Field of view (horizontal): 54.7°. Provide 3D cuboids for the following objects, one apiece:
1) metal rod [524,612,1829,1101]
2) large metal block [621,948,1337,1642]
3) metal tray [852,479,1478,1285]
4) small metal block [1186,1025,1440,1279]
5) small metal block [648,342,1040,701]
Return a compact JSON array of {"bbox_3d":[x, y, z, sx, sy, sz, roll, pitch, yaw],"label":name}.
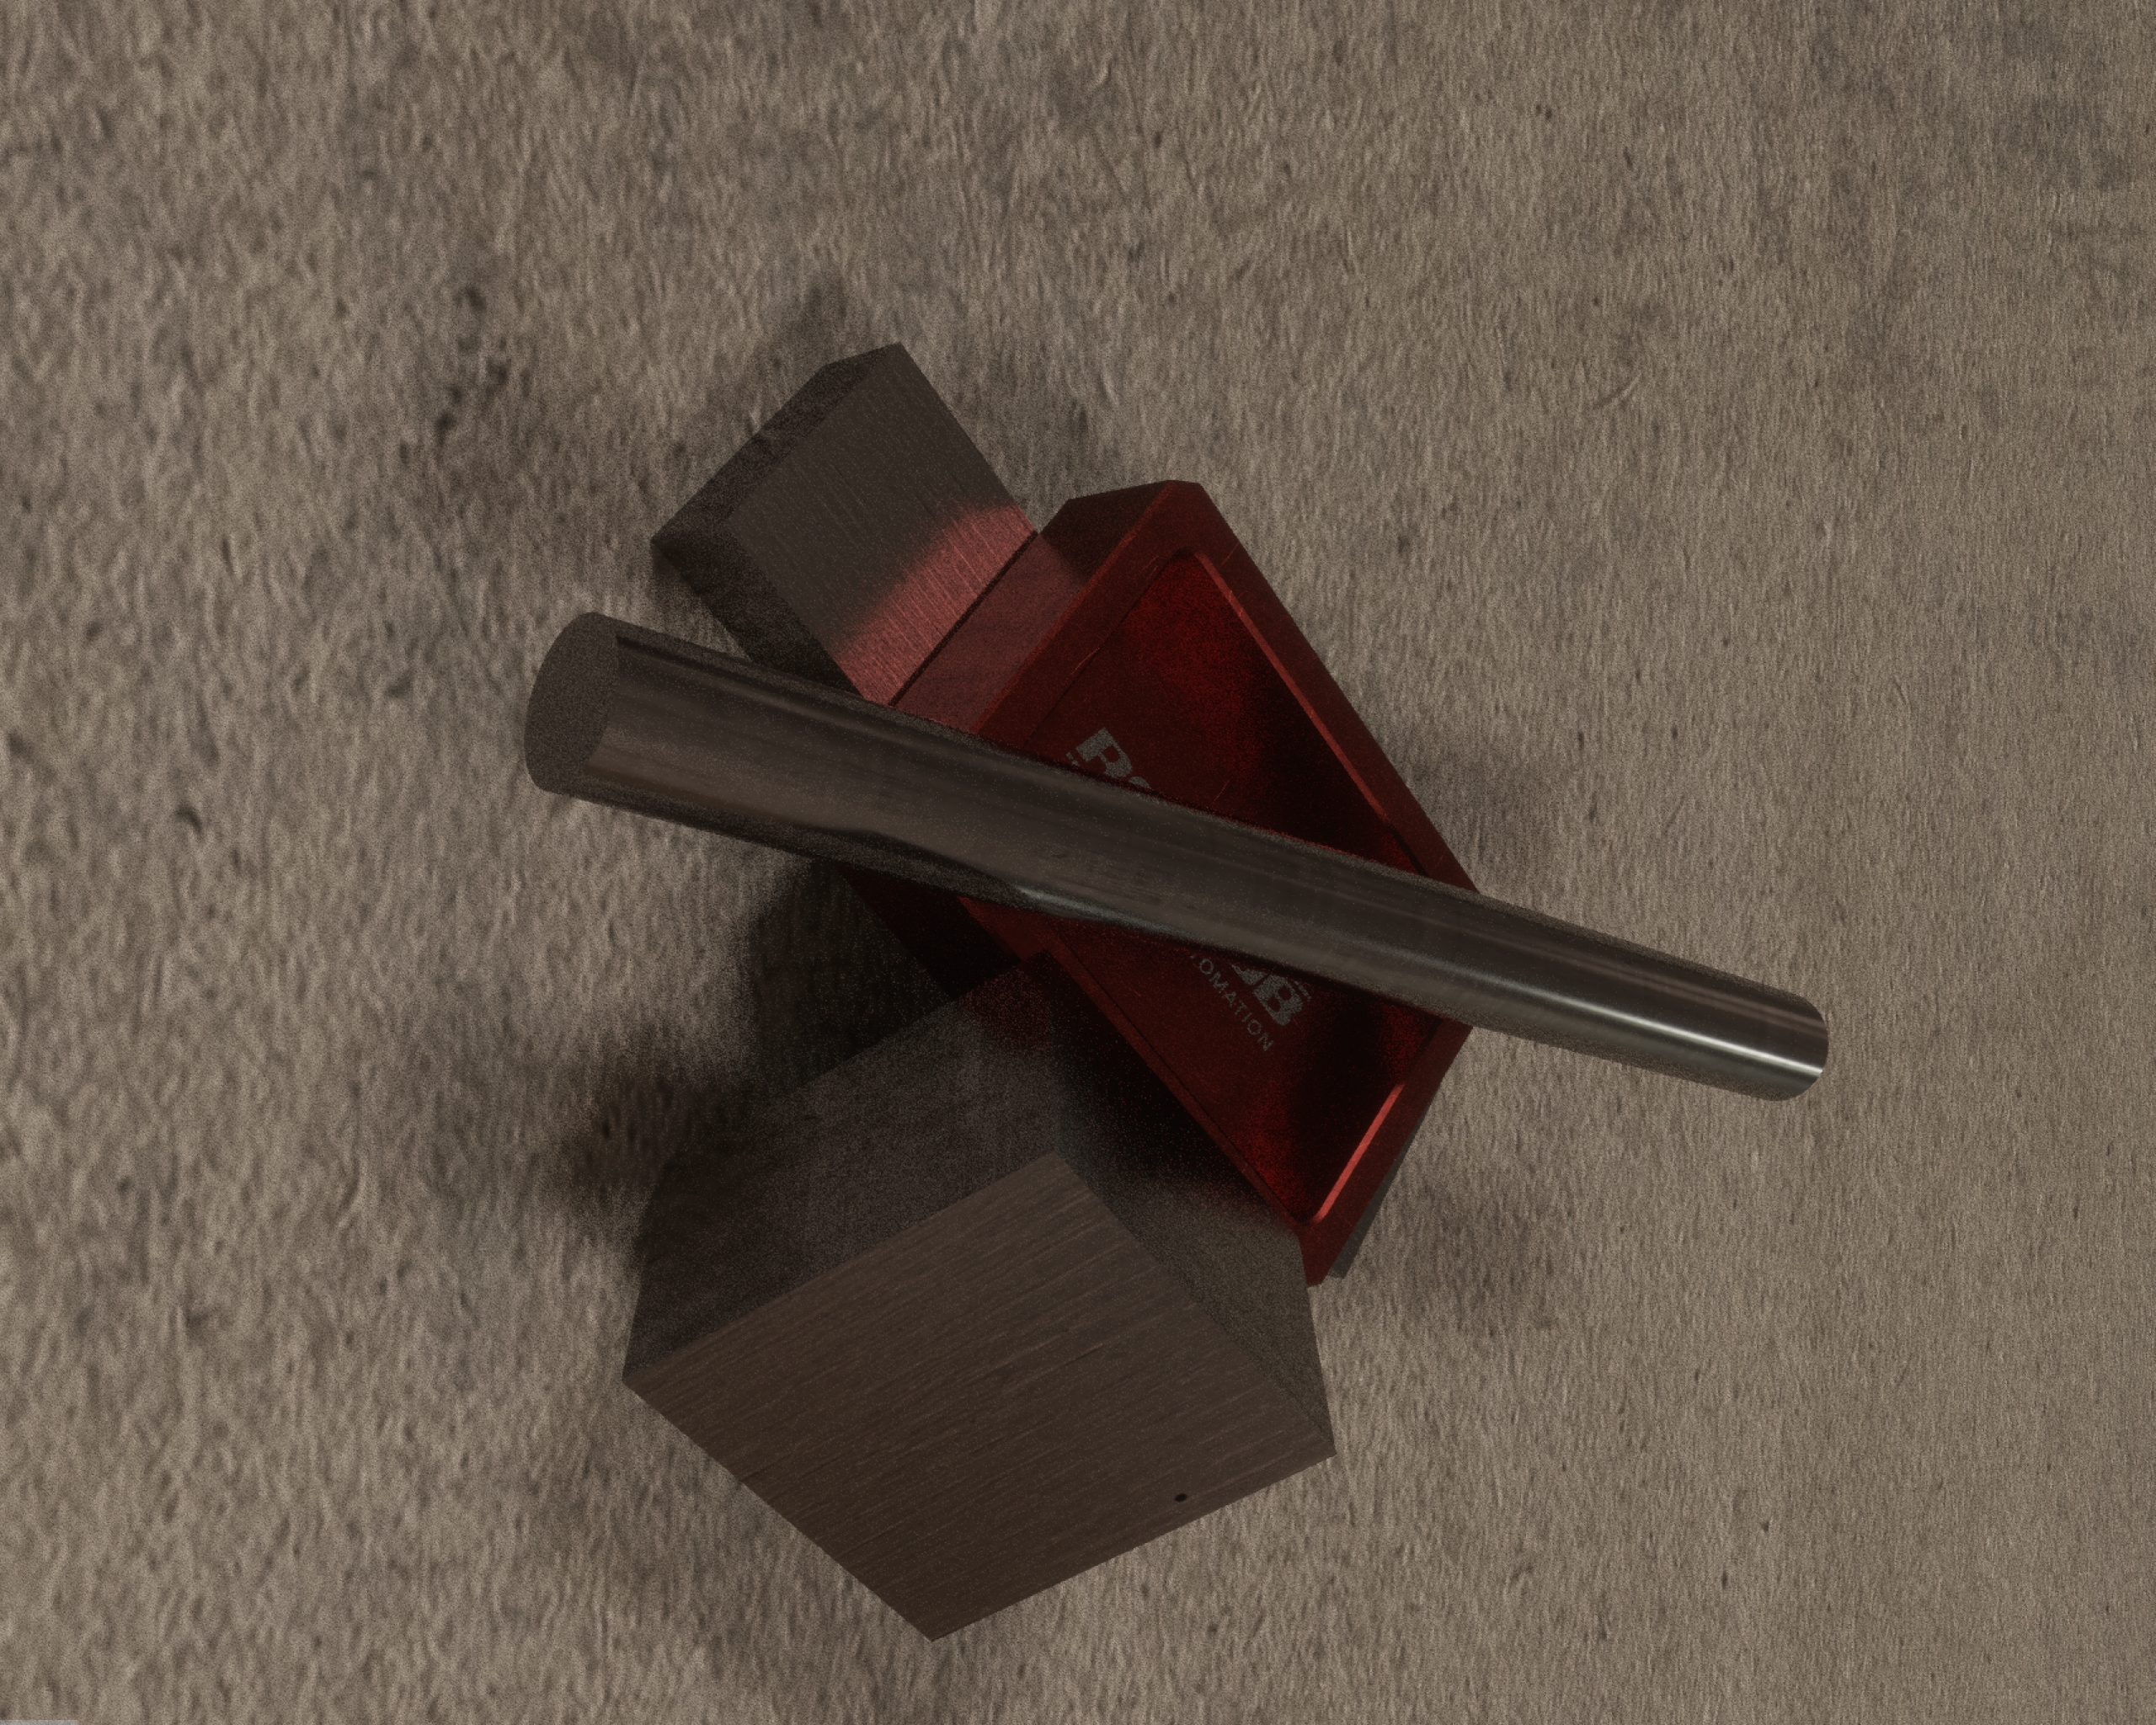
[{"bbox_3d":[0.045,0.010,0.374,0.302,0.025,0.025,16,80,-39],"label":"metal rod"},{"bbox_3d":[-0.015,0.074,0.349,0.080,0.080,0.050,51,18,-28],"label":"large metal block"},{"bbox_3d":[0.022,0.006,0.390,0.130,0.030,0.090,51,60,-28],"label":"metal tray"},{"bbox_3d":[0.045,0.053,0.446,0.050,0.025,0.050,46,62,-31],"label":"small metal block"},{"bbox_3d":[-0.039,-0.056,0.375,0.050,0.025,0.050,52,59,-28],"label":"small metal block"}]
